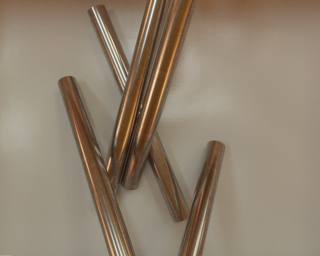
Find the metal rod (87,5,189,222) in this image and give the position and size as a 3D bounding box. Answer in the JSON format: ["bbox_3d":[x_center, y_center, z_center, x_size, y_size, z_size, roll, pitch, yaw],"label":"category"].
[{"bbox_3d":[-0.027,-0.019,0.411,0.025,0.025,0.299,-23,90,0],"label":"metal rod"}]

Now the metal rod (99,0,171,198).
[{"bbox_3d":[-0.033,-0.037,0.371,0.025,0.025,0.298,17,106,-1],"label":"metal rod"}]

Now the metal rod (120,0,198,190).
[{"bbox_3d":[0.001,-0.055,0.351,0.025,0.025,0.298,17,114,-1],"label":"metal rod"}]

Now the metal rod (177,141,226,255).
[{"bbox_3d":[0.031,0.136,0.325,0.025,0.025,0.300,22,53,0],"label":"metal rod"}]

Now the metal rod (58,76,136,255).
[{"bbox_3d":[-0.068,0.063,0.349,0.025,0.025,0.299,-24,65,0],"label":"metal rod"}]
